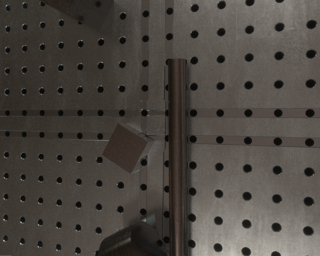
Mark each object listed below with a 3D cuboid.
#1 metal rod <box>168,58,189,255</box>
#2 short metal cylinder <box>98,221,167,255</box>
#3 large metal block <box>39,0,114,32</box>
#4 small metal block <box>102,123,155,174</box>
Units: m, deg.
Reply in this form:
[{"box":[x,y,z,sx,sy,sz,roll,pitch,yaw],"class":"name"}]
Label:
[{"box":[0.024,0.061,0.403,0.025,0.025,0.298,-1,90,19],"class":"metal rod"},{"box":[-0.032,0.166,0.394,0.050,0.080,0.080,-32,80,17],"class":"short metal cylinder"},{"box":[-0.124,-0.182,0.426,0.080,0.080,0.050,31,100,17],"class":"large metal block"},{"box":[-0.044,0.027,0.427,0.050,0.025,0.050,31,100,17],"class":"small metal block"}]
